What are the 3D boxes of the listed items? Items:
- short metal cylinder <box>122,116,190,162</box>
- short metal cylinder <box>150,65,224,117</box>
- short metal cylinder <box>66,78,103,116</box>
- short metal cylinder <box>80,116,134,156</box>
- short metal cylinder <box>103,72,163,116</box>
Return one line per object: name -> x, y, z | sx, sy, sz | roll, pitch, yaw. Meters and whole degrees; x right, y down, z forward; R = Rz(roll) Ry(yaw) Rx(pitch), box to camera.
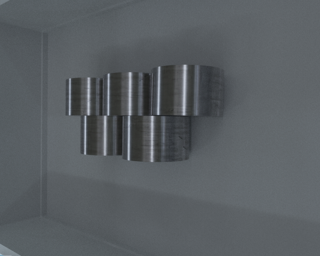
short metal cylinder -> -0.005, 0.011, 0.373 | 0.080, 0.081, 0.050 | 1, 91, 40
short metal cylinder -> 0.030, -0.038, 0.344 | 0.080, 0.081, 0.050 | 3, 92, 40
short metal cylinder -> -0.094, -0.042, 0.447 | 0.080, 0.081, 0.050 | 1, 91, 40
short metal cylinder -> -0.068, 0.009, 0.425 | 0.080, 0.081, 0.050 | 1, 91, 40
short metal cylinder -> -0.032, -0.040, 0.395 | 0.080, 0.081, 0.050 | 1, 91, 40
